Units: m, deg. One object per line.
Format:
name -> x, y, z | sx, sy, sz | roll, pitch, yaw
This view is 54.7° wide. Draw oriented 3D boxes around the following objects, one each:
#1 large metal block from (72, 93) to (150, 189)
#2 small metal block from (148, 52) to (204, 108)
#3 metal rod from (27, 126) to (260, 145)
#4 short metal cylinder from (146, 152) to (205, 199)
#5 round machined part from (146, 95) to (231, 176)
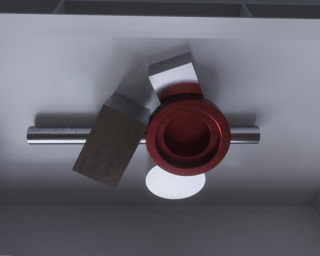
large metal block -> -0.053, 0.011, 0.360 | 0.050, 0.080, 0.080 | 26, 103, -7
small metal block -> 0.019, -0.054, 0.362 | 0.050, 0.025, 0.050 | -16, 129, 13
metal rod -> -0.021, 0.009, 0.413 | 0.302, 0.025, 0.025 | 0, 130, -1
short metal cylinder -> 0.021, 0.056, 0.437 | 0.081, 0.050, 0.079 | 0, 130, 0
round machined part -> 0.033, 0.006, 0.377 | 0.099, 0.042, 0.097 | 0, 113, 0
